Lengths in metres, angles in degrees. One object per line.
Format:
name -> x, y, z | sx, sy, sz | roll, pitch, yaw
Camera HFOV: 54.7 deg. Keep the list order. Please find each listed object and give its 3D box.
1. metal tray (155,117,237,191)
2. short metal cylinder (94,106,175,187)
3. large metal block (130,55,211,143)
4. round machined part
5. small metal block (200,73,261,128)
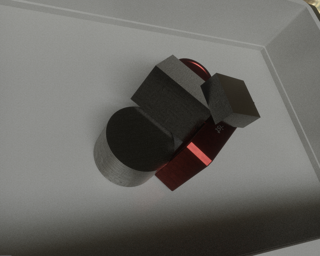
metal tray -> 0.057, 0.013, 0.386 | 0.030, 0.090, 0.131 | 44, 50, 2
short metal cylinder -> -0.031, 0.022, 0.358 | 0.081, 0.050, 0.080 | 14, 56, -21
large metal block -> 0.022, -0.039, 0.379 | 0.080, 0.050, 0.080 | 39, 26, -2
round machined part -> 0.039, -0.063, 0.453 | 0.099, 0.042, 0.098 | 14, 56, -21
small metal block -> 0.078, -0.029, 0.343 | 0.050, 0.025, 0.050 | 5, 58, -41
